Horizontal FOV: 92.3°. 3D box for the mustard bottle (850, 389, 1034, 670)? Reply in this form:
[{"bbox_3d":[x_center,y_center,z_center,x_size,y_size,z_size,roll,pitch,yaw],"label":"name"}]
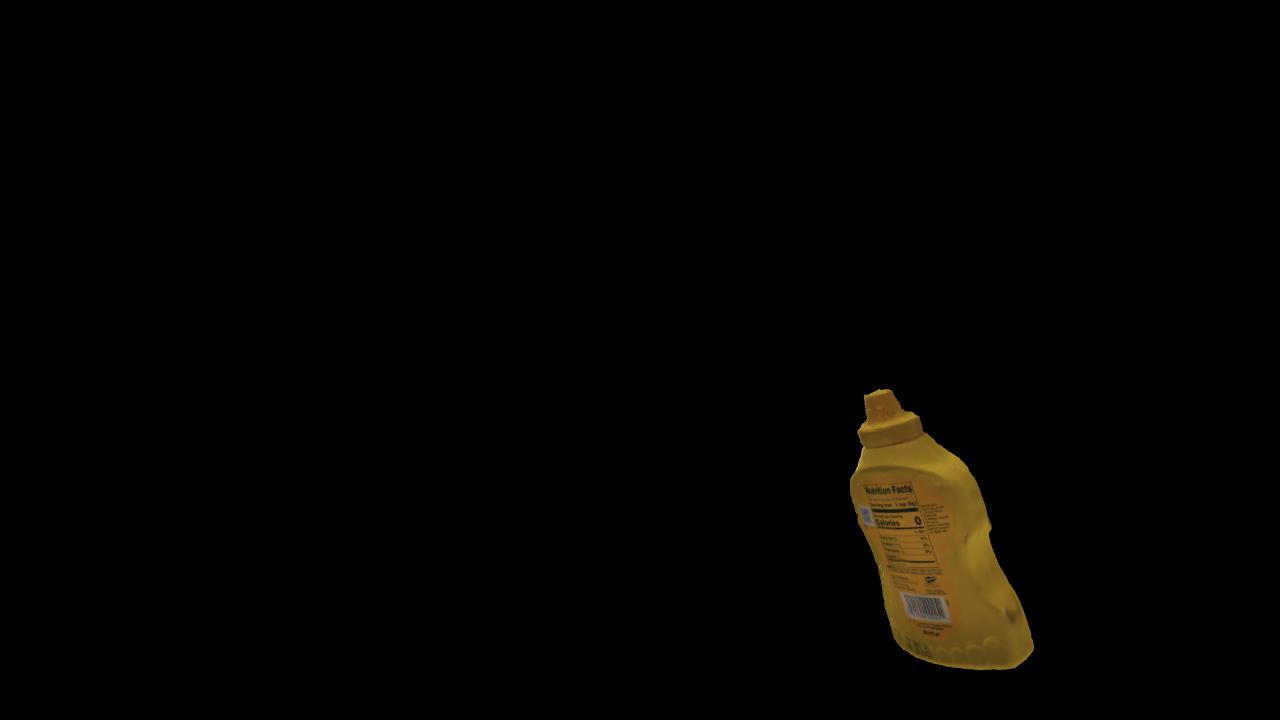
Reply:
[{"bbox_3d":[0.191,0.108,0.421,0.054,0.184,0.092,-15,-5,-28],"label":"mustard bottle"}]
